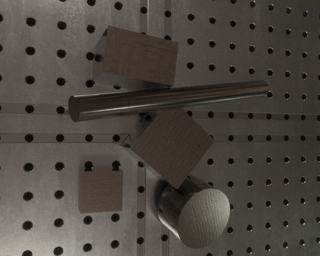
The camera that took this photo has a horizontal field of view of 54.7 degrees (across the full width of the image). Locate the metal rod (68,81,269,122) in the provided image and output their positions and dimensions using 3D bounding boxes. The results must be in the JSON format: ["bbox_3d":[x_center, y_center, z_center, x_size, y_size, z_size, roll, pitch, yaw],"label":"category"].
[{"bbox_3d":[0.037,-0.039,0.380,0.303,0.025,0.025,-10,94,-38],"label":"metal rod"}]

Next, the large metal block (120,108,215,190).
[{"bbox_3d":[0.009,0.020,0.404,0.080,0.050,0.080,43,76,-15],"label":"large metal block"}]

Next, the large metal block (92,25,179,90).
[{"bbox_3d":[-0.033,-0.077,0.372,0.081,0.080,0.050,8,88,-20],"label":"large metal block"}]

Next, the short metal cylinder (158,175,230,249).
[{"bbox_3d":[0.044,0.108,0.408,0.081,0.050,0.079,-7,105,-28],"label":"short metal cylinder"}]

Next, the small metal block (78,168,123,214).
[{"bbox_3d":[-0.074,0.077,0.386,0.050,0.025,0.050,1,90,-21],"label":"small metal block"}]
